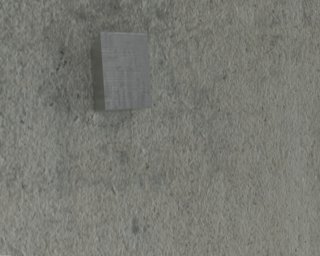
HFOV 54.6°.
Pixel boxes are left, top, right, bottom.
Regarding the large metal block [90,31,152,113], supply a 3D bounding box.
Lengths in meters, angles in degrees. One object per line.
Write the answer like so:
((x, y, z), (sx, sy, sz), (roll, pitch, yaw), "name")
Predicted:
((-0.048, -0.060, 0.362), (0.050, 0.080, 0.080), (-4, 92, -20), "large metal block")
